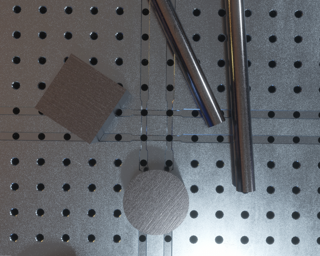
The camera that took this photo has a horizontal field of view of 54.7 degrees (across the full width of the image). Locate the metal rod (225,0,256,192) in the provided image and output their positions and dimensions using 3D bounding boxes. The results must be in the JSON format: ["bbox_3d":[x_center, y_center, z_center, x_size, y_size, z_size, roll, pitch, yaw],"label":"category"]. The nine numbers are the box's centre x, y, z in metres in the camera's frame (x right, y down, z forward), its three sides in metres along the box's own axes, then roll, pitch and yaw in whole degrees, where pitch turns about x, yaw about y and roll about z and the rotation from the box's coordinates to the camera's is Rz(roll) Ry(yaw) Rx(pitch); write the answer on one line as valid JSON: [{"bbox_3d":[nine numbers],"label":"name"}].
[{"bbox_3d":[0.106,-0.065,0.414,0.025,0.025,0.298,-3,90,0],"label":"metal rod"}]

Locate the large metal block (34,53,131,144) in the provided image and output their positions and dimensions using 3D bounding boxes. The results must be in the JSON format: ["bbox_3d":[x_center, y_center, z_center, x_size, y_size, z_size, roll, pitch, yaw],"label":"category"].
[{"bbox_3d":[-0.096,-0.036,0.400,0.080,0.050,0.080,34,90,0],"label":"large metal block"}]

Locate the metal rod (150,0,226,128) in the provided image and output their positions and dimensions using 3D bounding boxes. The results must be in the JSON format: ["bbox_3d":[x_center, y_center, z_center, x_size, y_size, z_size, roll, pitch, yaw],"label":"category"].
[{"bbox_3d":[0.014,-0.141,0.413,0.025,0.025,0.299,-25,90,0],"label":"metal rod"}]

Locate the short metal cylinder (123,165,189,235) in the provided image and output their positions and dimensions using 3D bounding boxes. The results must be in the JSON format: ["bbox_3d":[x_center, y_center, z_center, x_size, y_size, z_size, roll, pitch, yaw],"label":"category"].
[{"bbox_3d":[-0.005,0.090,0.401,0.081,0.050,0.079,0,90,0],"label":"short metal cylinder"}]
